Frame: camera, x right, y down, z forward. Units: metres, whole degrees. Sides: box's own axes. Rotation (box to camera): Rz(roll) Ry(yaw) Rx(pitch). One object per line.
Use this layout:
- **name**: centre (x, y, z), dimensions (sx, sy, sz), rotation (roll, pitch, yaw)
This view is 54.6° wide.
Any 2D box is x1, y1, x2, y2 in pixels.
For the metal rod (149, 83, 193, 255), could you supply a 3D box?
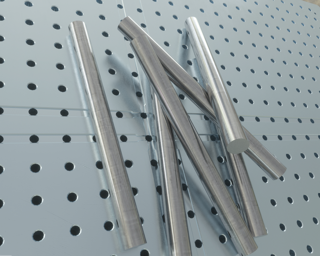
- **metal rod**: centre (0.009, 0.033, 0.392), dimensions (0.025, 0.025, 0.299), rotation (7, 59, -25)

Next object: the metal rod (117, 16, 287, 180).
- **metal rod**: centre (0.056, -0.043, 0.430), dimensions (0.300, 0.025, 0.025), rotation (44, 51, 3)

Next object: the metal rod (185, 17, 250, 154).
- **metal rod**: centre (0.071, -0.083, 0.445), dimensions (0.025, 0.025, 0.300), rotation (14, 40, -20)

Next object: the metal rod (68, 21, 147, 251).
- **metal rod**: centre (-0.070, -0.009, 0.375), dimensions (0.025, 0.025, 0.299), rotation (-5, 64, -30)

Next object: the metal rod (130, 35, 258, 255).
- **metal rod**: centre (0.039, 0.016, 0.393), dimensions (0.025, 0.025, 0.299), rotation (-22, 82, -36)

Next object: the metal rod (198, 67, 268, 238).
- **metal rod**: centre (0.097, 0.005, 0.456), dimensions (0.025, 0.025, 0.299), rotation (3, 60, -27)
